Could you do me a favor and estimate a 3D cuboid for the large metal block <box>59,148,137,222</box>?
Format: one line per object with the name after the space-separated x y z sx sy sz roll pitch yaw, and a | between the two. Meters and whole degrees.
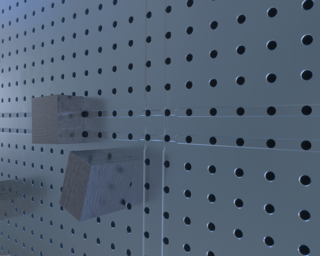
-0.088 0.077 0.444 0.050 0.081 0.079 24 105 37 | large metal block

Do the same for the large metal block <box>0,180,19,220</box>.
-0.370 0.163 0.674 0.050 0.081 0.080 52 120 27 | large metal block

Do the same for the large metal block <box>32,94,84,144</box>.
-0.178 -0.013 0.536 0.080 0.050 0.079 -1 89 39 | large metal block
